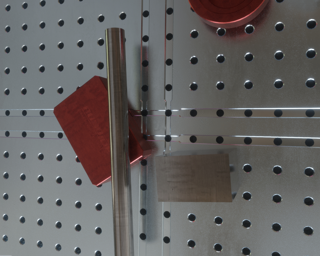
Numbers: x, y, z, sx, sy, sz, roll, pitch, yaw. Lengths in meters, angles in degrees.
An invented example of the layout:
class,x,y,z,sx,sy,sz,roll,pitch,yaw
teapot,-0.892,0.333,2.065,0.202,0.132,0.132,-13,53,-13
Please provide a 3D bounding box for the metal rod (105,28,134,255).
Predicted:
class,x,y,z,sx,sy,sz,roll,pitch,yaw
metal rod,-0.052,0.024,0.397,0.025,0.025,0.298,-3,89,19

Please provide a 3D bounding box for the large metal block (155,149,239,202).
class,x,y,z,sx,sy,sz,roll,pitch,yaw
large metal block,0.048,0.053,0.366,0.080,0.080,0.050,-4,89,19

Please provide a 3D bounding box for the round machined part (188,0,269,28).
class,x,y,z,sx,sy,sz,roll,pitch,yaw
round machined part,0.084,-0.169,0.373,0.098,0.042,0.097,0,90,20

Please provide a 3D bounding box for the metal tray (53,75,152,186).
class,x,y,z,sx,sy,sz,roll,pitch,yaw
metal tray,-0.083,0.004,0.438,0.090,0.030,0.130,-34,79,16
